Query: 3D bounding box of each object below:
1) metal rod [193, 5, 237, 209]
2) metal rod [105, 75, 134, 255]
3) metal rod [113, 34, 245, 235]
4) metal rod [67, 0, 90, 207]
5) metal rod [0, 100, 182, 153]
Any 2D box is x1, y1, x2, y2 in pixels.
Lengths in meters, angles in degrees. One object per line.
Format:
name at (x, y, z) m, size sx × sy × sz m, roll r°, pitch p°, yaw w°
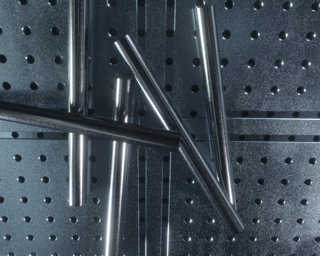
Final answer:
metal rod at (0.077, -0.004, 0.413) m, size 0.025 × 0.025 × 0.298 m, roll -10°, pitch 110°, yaw 3°
metal rod at (-0.060, 0.075, 0.440) m, size 0.025 × 0.025 × 0.298 m, roll 6°, pitch 110°, yaw -3°
metal rod at (0.031, 0.017, 0.405) m, size 0.025 × 0.025 × 0.299 m, roll -30°, pitch 102°, yaw 10°
metal rod at (-0.106, -0.032, 0.400) m, size 0.025 × 0.025 × 0.298 m, roll 5°, pitch 110°, yaw -2°
metal rod at (-0.124, -0.009, 0.383) m, size 0.302 × 0.025 × 0.025 m, roll 10°, pitch 110°, yaw 5°
